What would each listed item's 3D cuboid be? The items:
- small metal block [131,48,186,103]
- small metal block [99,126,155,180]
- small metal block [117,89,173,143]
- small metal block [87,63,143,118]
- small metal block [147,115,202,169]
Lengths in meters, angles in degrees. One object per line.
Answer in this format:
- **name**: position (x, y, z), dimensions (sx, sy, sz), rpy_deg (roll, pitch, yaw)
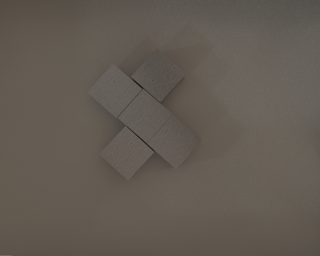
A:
- **small metal block**: position (-0.002, -0.067, 0.409), dimensions (0.050, 0.025, 0.050), rpy_deg (42, 89, 0)
- **small metal block**: position (-0.042, 0.032, 0.409), dimensions (0.050, 0.025, 0.050), rpy_deg (43, 91, 0)
- **small metal block**: position (-0.019, -0.015, 0.408), dimensions (0.050, 0.025, 0.050), rpy_deg (41, 90, 0)
- **small metal block**: position (-0.058, -0.048, 0.409), dimensions (0.050, 0.025, 0.050), rpy_deg (41, 90, 0)
- **small metal block**: position (0.019, 0.018, 0.409), dimensions (0.050, 0.025, 0.050), rpy_deg (41, 90, 0)
